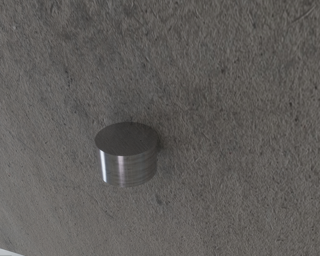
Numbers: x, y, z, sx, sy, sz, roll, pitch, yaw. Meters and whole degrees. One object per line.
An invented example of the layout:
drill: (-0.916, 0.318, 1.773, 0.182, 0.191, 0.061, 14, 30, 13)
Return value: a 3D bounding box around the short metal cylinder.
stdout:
short metal cylinder: (-0.044, 0.034, 0.416, 0.080, 0.080, 0.050, 14, 124, 20)
